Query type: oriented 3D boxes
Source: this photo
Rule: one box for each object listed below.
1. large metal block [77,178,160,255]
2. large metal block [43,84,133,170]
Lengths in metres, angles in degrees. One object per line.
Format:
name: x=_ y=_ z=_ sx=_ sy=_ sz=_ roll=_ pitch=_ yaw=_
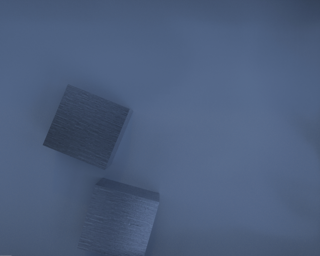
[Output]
large metal block: x=-0.050 y=0.117 z=0.398 sx=0.080 sy=0.050 sz=0.080 roll=16 pitch=90 yaw=0
large metal block: x=-0.089 y=-0.001 z=0.398 sx=0.080 sy=0.050 sz=0.080 roll=22 pitch=90 yaw=0
